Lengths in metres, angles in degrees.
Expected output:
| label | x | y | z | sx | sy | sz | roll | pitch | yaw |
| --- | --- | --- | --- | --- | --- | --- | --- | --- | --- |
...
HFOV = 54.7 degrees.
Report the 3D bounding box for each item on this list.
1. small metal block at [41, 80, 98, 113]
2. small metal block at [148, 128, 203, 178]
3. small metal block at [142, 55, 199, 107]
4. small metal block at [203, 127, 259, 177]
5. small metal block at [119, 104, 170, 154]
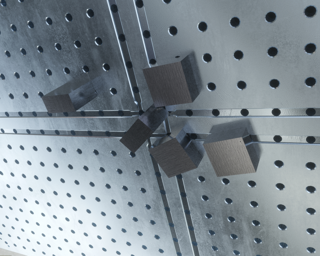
| label | x | y | z | sx | sy | sz | roll | pitch | yaw |
| --- | --- | --- | --- | --- | --- | --- | --- | --- | --- |
| small metal block | -0.125 | -0.044 | 0.432 | 0.050 | 0.050 | 0.025 | -2 | 117 | 29 |
| small metal block | 0.021 | 0.035 | 0.421 | 0.050 | 0.025 | 0.050 | -27 | 104 | 37 |
| small metal block | 0.013 | -0.055 | 0.369 | 0.050 | 0.025 | 0.050 | -5 | 116 | 30 |
| small metal block | 0.088 | 0.030 | 0.383 | 0.050 | 0.025 | 0.050 | -13 | 112 | 33 |
| small metal block | -0.019 | -0.001 | 0.403 | 0.025 | 0.050 | 0.050 | 42 | 129 | -1 |
